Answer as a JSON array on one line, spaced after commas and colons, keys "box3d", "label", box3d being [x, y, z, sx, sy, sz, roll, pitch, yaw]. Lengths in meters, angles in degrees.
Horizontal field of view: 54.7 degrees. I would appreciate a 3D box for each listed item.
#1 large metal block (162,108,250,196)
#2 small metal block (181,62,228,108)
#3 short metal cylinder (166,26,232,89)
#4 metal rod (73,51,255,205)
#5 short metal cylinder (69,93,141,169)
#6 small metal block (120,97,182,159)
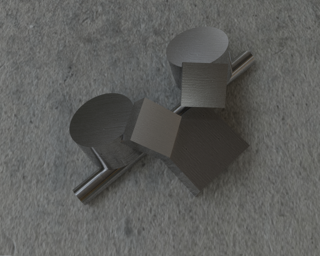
[{"box3d": [0.048, 0.026, 0.385, 0.080, 0.050, 0.080, -40, 75, -13], "label": "large metal block"}, {"box3d": [0.050, -0.051, 0.362, 0.050, 0.025, 0.050, 2, 101, 0], "label": "small metal block"}, {"box3d": [0.053, -0.090, 0.414, 0.080, 0.050, 0.080, -9, 51, 12], "label": "short metal cylinder"}, {"box3d": [0.015, -0.008, 0.412, 0.301, 0.025, 0.025, -39, 75, -14], "label": "metal rod"}, {"box3d": [-0.062, 0.004, 0.379, 0.080, 0.050, 0.080, -9, 51, 12], "label": "short metal cylinder"}, {"box3d": [-0.009, 0.001, 0.343, 0.050, 0.025, 0.050, 26, 69, -25], "label": "small metal block"}]
